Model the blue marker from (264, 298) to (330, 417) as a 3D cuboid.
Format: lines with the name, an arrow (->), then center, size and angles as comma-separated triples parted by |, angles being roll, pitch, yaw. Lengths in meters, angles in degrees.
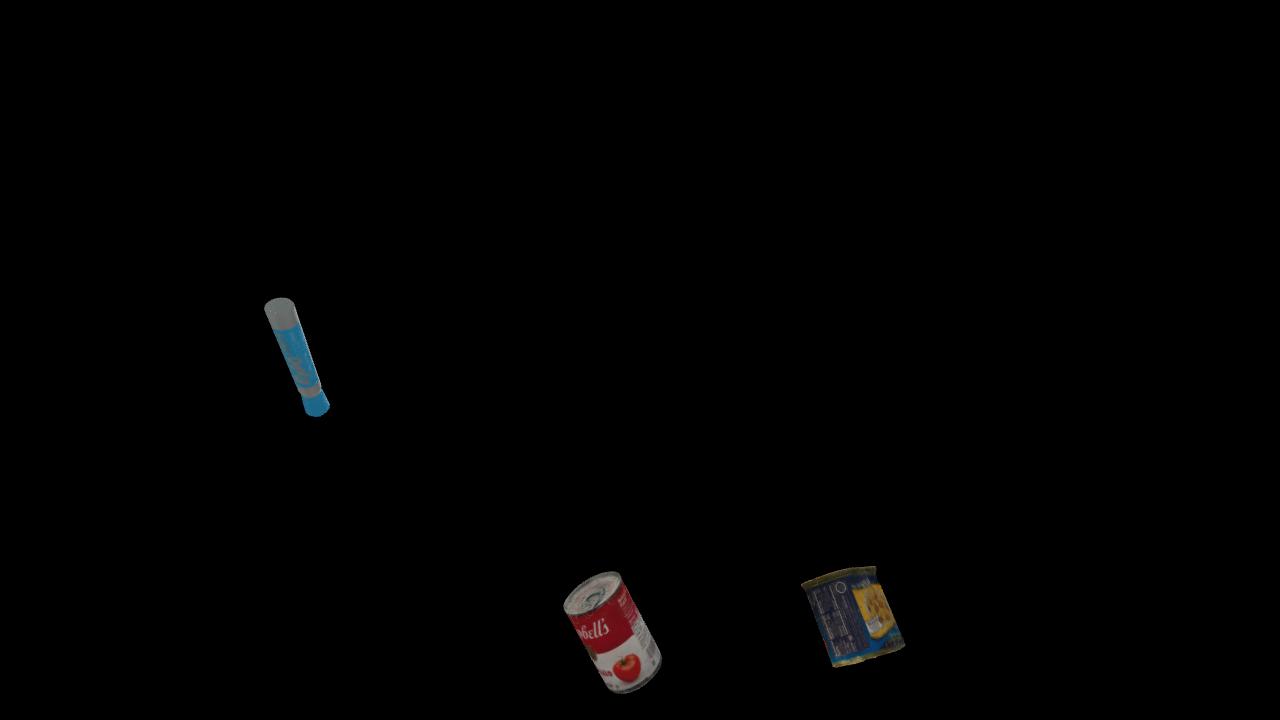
blue marker -> -0.259, 0.003, 0.471 | 0.020, 0.020, 0.121 | 0, -43, -11

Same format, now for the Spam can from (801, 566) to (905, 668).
Spam can -> 0.227, 0.270, 0.650 | 0.058, 0.085, 0.101 | -36, -34, 31

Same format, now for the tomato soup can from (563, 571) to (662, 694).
tomato soup can -> -0.027, 0.284, 0.644 | 0.068, 0.101, 0.068 | -26, 9, 4
